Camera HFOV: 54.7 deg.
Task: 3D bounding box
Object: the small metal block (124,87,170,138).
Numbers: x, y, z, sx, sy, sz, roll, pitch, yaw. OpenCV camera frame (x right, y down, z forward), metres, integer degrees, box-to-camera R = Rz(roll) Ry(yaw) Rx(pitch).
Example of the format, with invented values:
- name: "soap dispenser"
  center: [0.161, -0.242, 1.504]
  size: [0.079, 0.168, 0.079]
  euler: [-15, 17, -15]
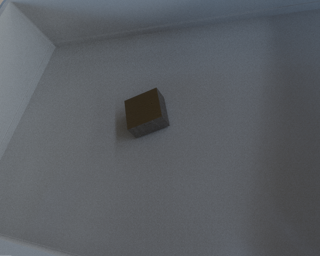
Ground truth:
- name: "small metal block"
  center: [-0.018, -0.020, 0.422]
  size: [0.050, 0.025, 0.050]
  euler: [-21, 54, 15]
